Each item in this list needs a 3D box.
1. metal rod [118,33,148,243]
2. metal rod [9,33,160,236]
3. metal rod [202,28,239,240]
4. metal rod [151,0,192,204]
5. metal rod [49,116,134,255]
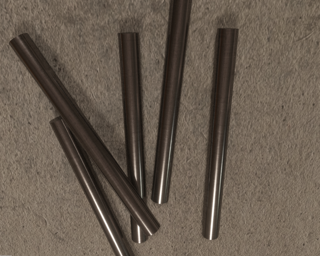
[{"bbox_3d":[-0.034,0.027,0.419,0.025,0.025,0.298,-1,110,0],"label":"metal rod"},{"bbox_3d":[-0.089,0.017,0.398,0.025,0.025,0.299,-31,102,10],"label":"metal rod"},{"bbox_3d":[0.079,0.022,0.418,0.025,0.025,0.298,1,110,-1],"label":"metal rod"},{"bbox_3d":[0.014,-0.037,0.396,0.025,0.025,0.298,5,110,-2],"label":"metal rod"},{"bbox_3d":[-0.084,0.120,0.452,0.025,0.025,0.298,-18,109,6],"label":"metal rod"}]
